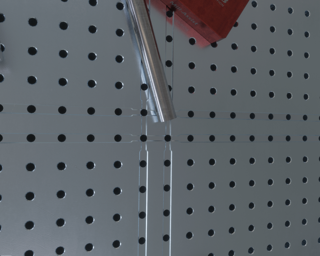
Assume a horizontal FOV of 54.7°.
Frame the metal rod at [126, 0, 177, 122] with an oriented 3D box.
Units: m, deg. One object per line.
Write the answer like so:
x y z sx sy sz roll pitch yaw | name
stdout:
-0.029 -0.154 0.401 0.025 0.025 0.298 -17 96 -19 | metal rod

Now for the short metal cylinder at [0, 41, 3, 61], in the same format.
-0.196 -0.105 0.311 0.050 0.080 0.080 -12 94 -20 | short metal cylinder

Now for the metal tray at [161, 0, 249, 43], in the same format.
0.056 -0.194 0.431 0.130 0.030 0.090 35 79 -17 | metal tray
